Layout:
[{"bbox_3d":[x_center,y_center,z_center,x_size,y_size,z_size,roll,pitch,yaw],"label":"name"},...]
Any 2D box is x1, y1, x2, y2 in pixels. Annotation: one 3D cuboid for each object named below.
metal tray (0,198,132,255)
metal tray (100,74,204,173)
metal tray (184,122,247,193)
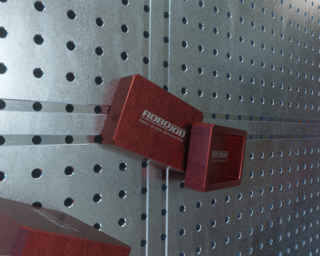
[{"bbox_3d":[-0.097,0.091,0.260,0.090,0.130,0.030,28,72,-37],"label":"metal tray"},{"bbox_3d":[-0.004,-0.002,0.404,0.131,0.030,0.090,26,74,-37],"label":"metal tray"},{"bbox_3d":[0.087,0.042,0.456,0.131,0.030,0.089,8,89,-54],"label":"metal tray"}]
